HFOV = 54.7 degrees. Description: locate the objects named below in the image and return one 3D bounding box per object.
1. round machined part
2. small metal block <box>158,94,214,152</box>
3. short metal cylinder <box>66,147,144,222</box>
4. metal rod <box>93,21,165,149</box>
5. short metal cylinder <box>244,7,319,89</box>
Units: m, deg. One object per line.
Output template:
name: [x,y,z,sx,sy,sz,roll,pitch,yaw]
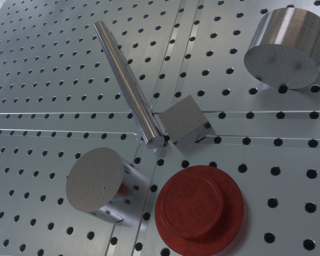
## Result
round machined part: [0.038,0.084,0.326,0.098,0.042,0.098,-13,56,21]
small metal block: [0.033,-0.007,0.395,0.050,0.025,0.050,-33,52,6]
short metal cylinder: [-0.067,0.071,0.384,0.080,0.050,0.080,-13,56,21]
metal rod: [-0.059,-0.086,0.491,0.025,0.025,0.300,-33,52,7]
short metal cylinder: [0.143,-0.088,0.352,0.080,0.080,0.050,14,69,34]
